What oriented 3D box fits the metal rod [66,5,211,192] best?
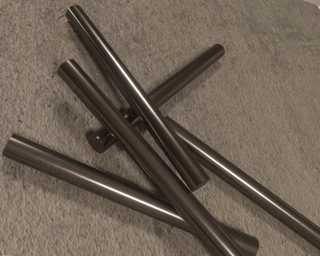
[{"bbox_3d":[-0.039,-0.051,0.387,0.025,0.025,0.299,-21,64,-36],"label":"metal rod"}]

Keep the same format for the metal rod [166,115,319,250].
[{"bbox_3d":[0.123,0.081,0.422,0.301,0.025,0.025,36,51,-5],"label":"metal rod"}]

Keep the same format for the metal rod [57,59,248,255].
[{"bbox_3d":[-0.008,0.041,0.342,0.300,0.025,0.025,48,51,5],"label":"metal rod"}]

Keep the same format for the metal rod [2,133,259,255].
[{"bbox_3d":[-0.020,0.081,0.344,0.301,0.025,0.025,26,53,-13],"label":"metal rod"}]

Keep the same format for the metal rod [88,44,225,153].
[{"bbox_3d":[0.015,-0.059,0.449,0.025,0.025,0.302,46,51,3],"label":"metal rod"}]
